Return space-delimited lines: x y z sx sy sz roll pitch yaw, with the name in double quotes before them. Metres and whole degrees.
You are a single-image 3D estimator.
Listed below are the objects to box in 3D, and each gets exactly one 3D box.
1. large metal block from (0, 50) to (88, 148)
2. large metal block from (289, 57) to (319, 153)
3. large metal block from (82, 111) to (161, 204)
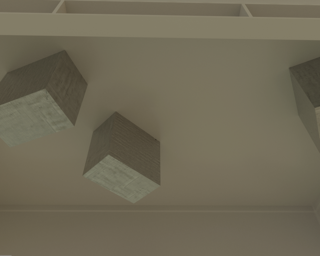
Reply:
"large metal block" -0.135 -0.034 0.342 0.080 0.080 0.050 -17 128 13
"large metal block" 0.192 -0.026 0.354 0.050 0.080 0.080 -19 128 15
"large metal block" -0.046 0.038 0.405 0.080 0.080 0.050 36 121 -27
